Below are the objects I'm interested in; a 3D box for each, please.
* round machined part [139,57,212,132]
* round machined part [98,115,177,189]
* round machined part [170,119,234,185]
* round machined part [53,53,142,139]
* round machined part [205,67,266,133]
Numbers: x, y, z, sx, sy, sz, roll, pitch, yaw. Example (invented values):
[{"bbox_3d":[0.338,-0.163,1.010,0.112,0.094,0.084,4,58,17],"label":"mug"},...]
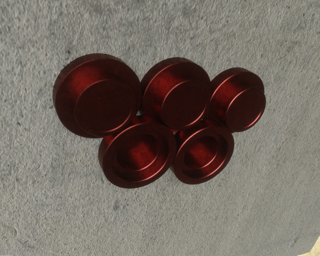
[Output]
[{"bbox_3d":[0.024,-0.036,0.390,0.099,0.042,0.097,-14,125,-21],"label":"round machined part"},{"bbox_3d":[-0.031,0.026,0.398,0.099,0.042,0.097,-14,125,-21],"label":"round machined part"},{"bbox_3d":[0.054,0.030,0.448,0.099,0.042,0.097,-14,125,-21],"label":"round machined part"},{"bbox_3d":[-0.065,-0.030,0.345,0.099,0.042,0.097,-14,125,-21],"label":"round machined part"},{"bbox_3d":[0.110,-0.033,0.439,0.099,0.042,0.097,-14,125,-21],"label":"round machined part"}]
